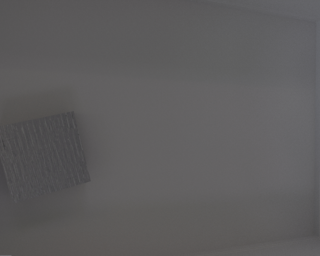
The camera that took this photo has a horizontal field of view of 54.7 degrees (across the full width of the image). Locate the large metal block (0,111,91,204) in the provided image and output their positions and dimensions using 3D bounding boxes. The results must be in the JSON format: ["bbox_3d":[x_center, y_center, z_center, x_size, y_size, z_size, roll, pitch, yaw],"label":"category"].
[{"bbox_3d":[-0.130,0.029,0.349,0.081,0.050,0.080,-14,95,-20],"label":"large metal block"}]
